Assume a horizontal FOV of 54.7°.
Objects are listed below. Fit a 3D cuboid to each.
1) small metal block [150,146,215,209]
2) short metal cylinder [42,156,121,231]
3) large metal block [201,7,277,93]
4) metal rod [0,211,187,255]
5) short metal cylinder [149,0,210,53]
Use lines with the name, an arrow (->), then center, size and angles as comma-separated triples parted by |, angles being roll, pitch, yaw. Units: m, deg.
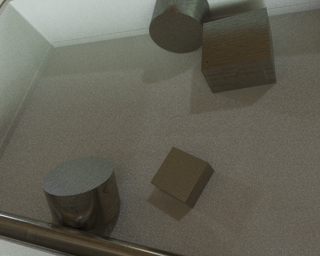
small metal block -> 0.026, 0.056, 0.357 | 0.050, 0.025, 0.050 | 23, 74, 36
short metal cylinder -> -0.091, 0.075, 0.365 | 0.080, 0.050, 0.080 | -6, 24, 3
large metal block -> 0.100, -0.097, 0.396 | 0.080, 0.050, 0.080 | -7, 58, 24
metal rod -> -0.085, 0.120, 0.325 | 0.301, 0.025, 0.025 | 8, 65, 15
short metal cylinder -> 0.029, -0.154, 0.449 | 0.080, 0.080, 0.050 | -2, 61, 27
